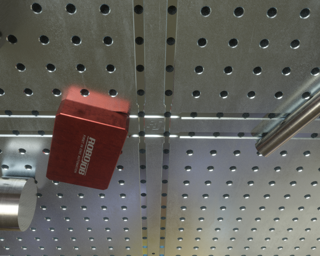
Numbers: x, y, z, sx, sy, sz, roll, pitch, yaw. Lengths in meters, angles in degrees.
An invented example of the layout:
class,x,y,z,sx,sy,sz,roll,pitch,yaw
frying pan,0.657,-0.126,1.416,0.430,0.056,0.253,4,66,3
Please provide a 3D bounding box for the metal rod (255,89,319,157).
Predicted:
class,x,y,z,sx,sy,sz,roll,pitch,yaw
metal rod,0.228,-0.063,0.361,0.025,0.025,0.298,27,125,-21

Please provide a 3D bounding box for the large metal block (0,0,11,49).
class,x,y,z,sx,sy,sz,roll,pitch,yaw
large metal block,-0.182,-0.101,0.287,0.050,0.080,0.079,21,127,-17

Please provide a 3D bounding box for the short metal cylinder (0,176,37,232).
class,x,y,z,sx,sy,sz,roll,pitch,yaw
short metal cylinder,-0.226,0.114,0.469,0.050,0.080,0.079,4,130,-4

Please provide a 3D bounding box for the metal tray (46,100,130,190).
class,x,y,z,sx,sy,sz,roll,pitch,yaw
metal tray,-0.103,0.029,0.432,0.091,0.030,0.129,14,129,-13
